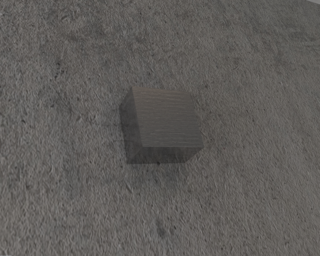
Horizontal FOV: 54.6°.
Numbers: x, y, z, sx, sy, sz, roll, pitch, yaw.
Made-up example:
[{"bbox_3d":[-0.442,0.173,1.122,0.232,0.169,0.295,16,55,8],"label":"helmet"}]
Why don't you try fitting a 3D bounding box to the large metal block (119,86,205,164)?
[{"bbox_3d":[-0.001,-0.002,0.388,0.081,0.050,0.080,2,61,-27],"label":"large metal block"}]
